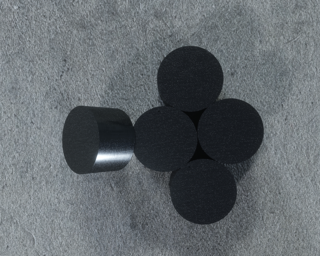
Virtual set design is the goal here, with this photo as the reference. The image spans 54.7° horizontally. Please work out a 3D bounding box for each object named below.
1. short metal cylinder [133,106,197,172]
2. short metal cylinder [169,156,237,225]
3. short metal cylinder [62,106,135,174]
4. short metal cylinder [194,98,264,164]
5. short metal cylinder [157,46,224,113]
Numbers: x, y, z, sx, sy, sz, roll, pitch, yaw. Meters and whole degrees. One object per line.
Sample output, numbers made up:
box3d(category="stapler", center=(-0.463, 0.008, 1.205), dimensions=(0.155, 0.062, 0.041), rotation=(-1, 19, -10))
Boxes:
box3d(category="short metal cylinder", center=(0.005, 0.013, 0.398), dimensions=(0.081, 0.050, 0.080), rotation=(0, 90, 0))
box3d(category="short metal cylinder", center=(0.053, 0.077, 0.399), dimensions=(0.081, 0.050, 0.080), rotation=(0, 90, 0))
box3d(category="short metal cylinder", center=(-0.076, 0.014, 0.377), dimensions=(0.080, 0.050, 0.080), rotation=(-2, 88, 44))
box3d(category="short metal cylinder", center=(0.085, 0.004, 0.399), dimensions=(0.081, 0.050, 0.080), rotation=(0, 90, 0))
box3d(category="short metal cylinder", center=(0.037, -0.060, 0.399), dimensions=(0.081, 0.050, 0.080), rotation=(0, 90, 0))
